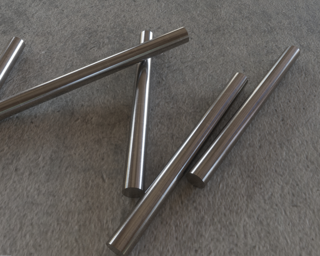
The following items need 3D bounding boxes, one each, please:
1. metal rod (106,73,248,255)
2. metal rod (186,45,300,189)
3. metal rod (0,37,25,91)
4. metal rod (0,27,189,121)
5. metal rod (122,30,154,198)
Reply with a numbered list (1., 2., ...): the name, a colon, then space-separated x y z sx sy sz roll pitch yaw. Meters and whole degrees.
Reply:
1. metal rod: 0.039 0.024 0.383 0.025 0.025 0.301 27 55 20
2. metal rod: 0.129 -0.032 0.431 0.025 0.025 0.301 30 56 22
3. metal rod: -0.248 -0.028 0.422 0.025 0.025 0.300 3 50 2
4. metal rod: -0.094 -0.081 0.448 0.302 0.025 0.025 -25 55 -12
5. metal rod: -0.026 -0.043 0.438 0.025 0.025 0.300 1 50 1
